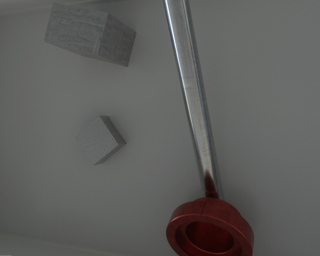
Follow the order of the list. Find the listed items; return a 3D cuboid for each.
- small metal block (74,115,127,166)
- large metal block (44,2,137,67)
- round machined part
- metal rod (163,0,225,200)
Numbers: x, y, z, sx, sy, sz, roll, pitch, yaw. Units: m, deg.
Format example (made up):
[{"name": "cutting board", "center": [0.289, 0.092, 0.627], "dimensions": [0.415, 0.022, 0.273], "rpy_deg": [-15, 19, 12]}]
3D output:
[{"name": "small metal block", "center": [-0.085, 0.017, 0.439], "dimensions": [0.050, 0.025, 0.050], "rpy_deg": [-38, 78, 15]}, {"name": "large metal block", "center": [-0.089, -0.121, 0.412], "dimensions": [0.080, 0.080, 0.050], "rpy_deg": [17, 96, 19]}, {"name": "round machined part", "center": [0.060, 0.120, 0.365], "dimensions": [0.098, 0.042, 0.097], "rpy_deg": [11, 126, 16]}, {"name": "metal rod", "center": [0.037, -0.039, 0.337], "dimensions": [0.025, 0.025, 0.298], "rpy_deg": [-6, 111, 19]}]
